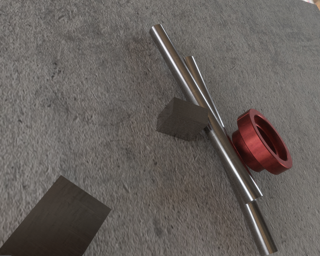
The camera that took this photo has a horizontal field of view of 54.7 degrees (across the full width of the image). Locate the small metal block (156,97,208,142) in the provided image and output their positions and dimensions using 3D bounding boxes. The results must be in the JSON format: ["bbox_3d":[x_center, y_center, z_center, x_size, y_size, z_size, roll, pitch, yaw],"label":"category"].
[{"bbox_3d":[0.029,-0.010,0.411,0.050,0.050,0.025,18,55,-18],"label":"small metal block"}]

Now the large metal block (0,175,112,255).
[{"bbox_3d":[-0.094,0.097,0.259,0.050,0.080,0.080,36,51,-5],"label":"large metal block"}]

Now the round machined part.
[{"bbox_3d":[0.141,0.024,0.442,0.098,0.042,0.098,35,34,-27],"label":"round machined part"}]

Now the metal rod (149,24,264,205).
[{"bbox_3d":[0.056,-0.034,0.440,0.025,0.025,0.299,-10,62,-33],"label":"metal rod"}]

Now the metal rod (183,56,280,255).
[{"bbox_3d":[0.090,0.024,0.439,0.025,0.025,0.299,-6,65,-31],"label":"metal rod"}]
